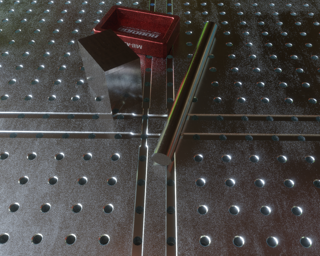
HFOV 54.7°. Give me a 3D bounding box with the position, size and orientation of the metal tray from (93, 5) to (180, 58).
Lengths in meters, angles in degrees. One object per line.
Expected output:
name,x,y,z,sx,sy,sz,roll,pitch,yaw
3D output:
metal tray,-0.038,-0.173,0.549,0.131,0.030,0.090,14,51,11

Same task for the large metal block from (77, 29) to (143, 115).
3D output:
large metal block,-0.069,-0.079,0.438,0.050,0.080,0.080,-27,55,-21

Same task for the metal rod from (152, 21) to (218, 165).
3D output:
metal rod,0.047,-0.072,0.467,0.025,0.025,0.300,14,51,11
